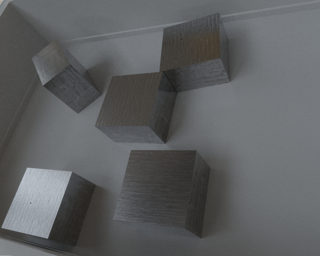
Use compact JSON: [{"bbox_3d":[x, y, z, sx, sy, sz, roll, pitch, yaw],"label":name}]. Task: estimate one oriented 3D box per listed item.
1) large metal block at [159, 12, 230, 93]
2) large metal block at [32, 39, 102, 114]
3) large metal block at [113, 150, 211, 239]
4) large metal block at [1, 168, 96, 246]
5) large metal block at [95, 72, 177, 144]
[{"bbox_3d":[0.049,-0.101,0.425,0.080,0.050,0.080,-9,58,23],"label":"large metal block"},{"bbox_3d":[-0.149,-0.082,0.497,0.050,0.080,0.080,-38,51,3],"label":"large metal block"},{"bbox_3d":[0.005,0.071,0.342,0.080,0.050,0.080,-2,61,27],"label":"large metal block"},{"bbox_3d":[-0.142,0.100,0.401,0.080,0.050,0.080,0,62,28],"label":"large metal block"},{"bbox_3d":[-0.030,-0.026,0.420,0.080,0.050,0.080,0,62,28],"label":"large metal block"}]
